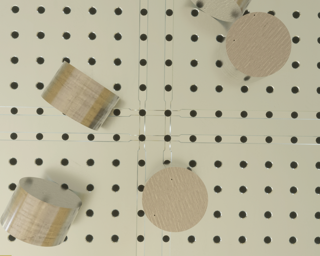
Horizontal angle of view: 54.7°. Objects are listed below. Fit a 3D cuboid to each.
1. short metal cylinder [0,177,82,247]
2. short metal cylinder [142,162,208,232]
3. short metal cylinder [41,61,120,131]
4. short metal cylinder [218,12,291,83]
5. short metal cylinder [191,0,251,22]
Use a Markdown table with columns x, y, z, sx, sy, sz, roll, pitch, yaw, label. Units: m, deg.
| x | y | z | sx | sy | sz | roll | pitch | yaw | label |
| --- | --- | --- | --- | --- | --- | --- | --- | --- | --- |
| -0.145 | 0.102 | 0.384 | 0.080 | 0.080 | 0.050 | 26 | 90 | -1 | short metal cylinder |
| 0.018 | 0.087 | 0.401 | 0.081 | 0.050 | 0.079 | 0 | 90 | -1 | short metal cylinder |
| -0.097 | -0.039 | 0.385 | 0.080 | 0.080 | 0.050 | 34 | 90 | -1 | short metal cylinder |
| 0.120 | -0.102 | 0.402 | 0.081 | 0.050 | 0.079 | 0 | 90 | -1 | short metal cylinder |
| 0.079 | -0.178 | 0.387 | 0.080 | 0.080 | 0.050 | 30 | 90 | -1 | short metal cylinder |
